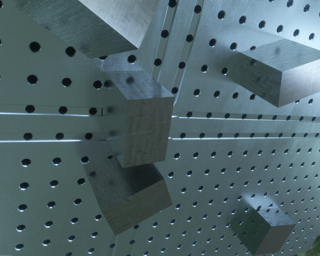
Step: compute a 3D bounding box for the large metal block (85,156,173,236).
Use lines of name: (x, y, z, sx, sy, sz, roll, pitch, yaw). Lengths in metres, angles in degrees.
large metal block: (-0.042, 0.077, 0.402, 0.080, 0.080, 0.050, -26, 128, -13)

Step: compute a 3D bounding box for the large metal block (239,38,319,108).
large metal block: (0.166, -0.078, 0.421, 0.081, 0.080, 0.050, -20, 126, -17)

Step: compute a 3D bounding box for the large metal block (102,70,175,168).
large metal block: (-0.029, -0.014, 0.353, 0.050, 0.080, 0.079, -7, 122, -25)

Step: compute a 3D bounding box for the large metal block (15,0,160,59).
large metal block: (-0.062, -0.107, 0.267, 0.080, 0.080, 0.050, 32, 72, -39)

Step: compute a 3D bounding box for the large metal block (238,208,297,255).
large metal block: (0.227, 0.219, 0.659, 0.081, 0.050, 0.079, 8, 115, -32)
